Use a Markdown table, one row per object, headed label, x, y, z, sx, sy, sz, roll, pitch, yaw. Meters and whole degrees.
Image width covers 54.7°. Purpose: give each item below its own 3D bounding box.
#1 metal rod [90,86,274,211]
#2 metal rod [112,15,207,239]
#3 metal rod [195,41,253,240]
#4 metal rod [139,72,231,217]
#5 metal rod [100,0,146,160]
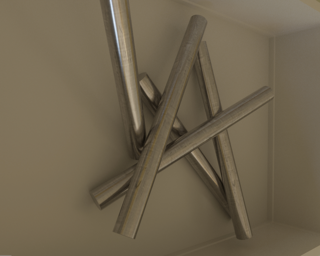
| label | x | y | z | sx | sy | sz | roll | pitch | yaw |
| --- | --- | --- | --- | --- | --- | --- | --- | --- | --- |
| metal rod | 0.046 | 0.014 | 0.412 | 0.302 | 0.025 | 0.025 | -30 | 109 | -25 |
| metal rod | 0.008 | -0.019 | 0.379 | 0.025 | 0.025 | 0.300 | 36 | 63 | -35 |
| metal rod | 0.092 | 0.020 | 0.464 | 0.025 | 0.025 | 0.298 | -17 | 94 | -39 |
| metal rod | 0.054 | 0.044 | 0.454 | 0.025 | 0.025 | 0.300 | -53 | 121 | -27 |
| metal rod | -0.037 | -0.083 | 0.294 | 0.025 | 0.025 | 0.298 | -38 | 140 | -33 |
